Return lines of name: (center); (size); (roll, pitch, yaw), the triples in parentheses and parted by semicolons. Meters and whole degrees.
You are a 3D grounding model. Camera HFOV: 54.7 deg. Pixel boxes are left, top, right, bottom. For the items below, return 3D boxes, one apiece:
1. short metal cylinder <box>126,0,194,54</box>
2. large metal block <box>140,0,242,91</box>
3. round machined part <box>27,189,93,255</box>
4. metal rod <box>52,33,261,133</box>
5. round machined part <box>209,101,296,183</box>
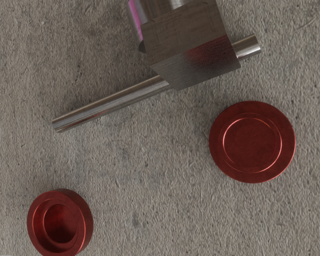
short metal cylinder: (0.005, -0.132, 0.378); (0.080, 0.080, 0.050); (-20, 83, 19)
large metal block: (0.036, -0.089, 0.340); (0.080, 0.080, 0.050); (-19, 71, 19)
round machined part: (-0.139, 0.136, 0.449); (0.098, 0.042, 0.097); (0, 90, 20)
metal rod: (-0.018, -0.053, 0.415); (0.300, 0.025, 0.025); (-20, 84, 18)
round machined part: (0.106, 0.016, 0.363); (0.098, 0.042, 0.097); (0, 90, 20)
